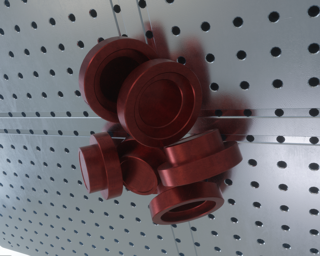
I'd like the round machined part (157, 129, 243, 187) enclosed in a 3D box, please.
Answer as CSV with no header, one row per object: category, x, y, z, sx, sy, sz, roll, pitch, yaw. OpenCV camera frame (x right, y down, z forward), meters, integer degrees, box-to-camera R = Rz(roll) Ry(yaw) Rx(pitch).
round machined part,0.043,0.031,0.365,0.098,0.099,0.042,-19,90,35

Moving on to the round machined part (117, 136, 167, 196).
round machined part,-0.025,0.058,0.450,0.098,0.042,0.097,13,124,21

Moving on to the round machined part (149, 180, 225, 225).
round machined part,0.033,0.093,0.419,0.098,0.099,0.042,-45,48,39

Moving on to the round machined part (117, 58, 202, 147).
round machined part,-0.004,-0.030,0.353,0.042,0.099,0.097,35,140,52

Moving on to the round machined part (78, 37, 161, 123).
round machined part,-0.048,-0.058,0.366,0.042,0.099,0.097,35,140,52

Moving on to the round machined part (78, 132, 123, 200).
round machined part,-0.090,0.057,0.450,0.098,0.042,0.098,169,90,-67
